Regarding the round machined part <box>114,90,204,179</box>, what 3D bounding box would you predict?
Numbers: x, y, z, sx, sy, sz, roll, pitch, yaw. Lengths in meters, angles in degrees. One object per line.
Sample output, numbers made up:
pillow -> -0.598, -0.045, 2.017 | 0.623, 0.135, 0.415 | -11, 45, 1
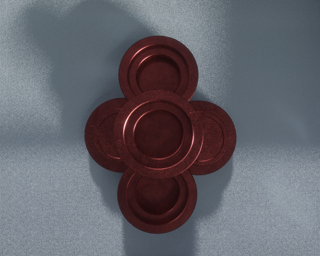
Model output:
round machined part -> -0.002, 0.007, 0.359 | 0.099, 0.042, 0.097 | 0, 90, -1

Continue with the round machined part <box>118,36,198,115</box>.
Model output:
round machined part -> -0.002, -0.065, 0.401 | 0.099, 0.042, 0.097 | 0, 90, -1

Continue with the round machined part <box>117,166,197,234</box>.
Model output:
round machined part -> -0.003, 0.082, 0.401 | 0.099, 0.042, 0.097 | 0, 90, -1

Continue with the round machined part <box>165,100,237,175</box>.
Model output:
round machined part -> 0.051, 0.013, 0.401 | 0.099, 0.042, 0.097 | 0, 90, -1

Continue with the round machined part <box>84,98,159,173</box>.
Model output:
round machined part -> -0.049, 0.009, 0.400 | 0.099, 0.042, 0.097 | 0, 90, -1
